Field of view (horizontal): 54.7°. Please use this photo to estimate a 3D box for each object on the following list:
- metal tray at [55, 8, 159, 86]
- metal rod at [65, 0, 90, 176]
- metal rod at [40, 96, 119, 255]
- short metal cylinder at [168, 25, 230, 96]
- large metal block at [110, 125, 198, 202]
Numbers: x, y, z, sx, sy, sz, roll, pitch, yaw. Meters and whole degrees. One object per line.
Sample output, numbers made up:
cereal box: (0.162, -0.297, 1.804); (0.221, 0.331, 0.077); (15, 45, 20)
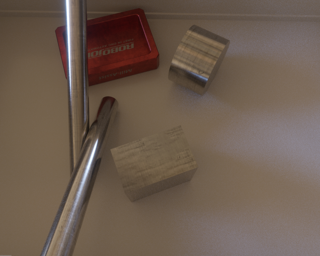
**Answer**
metal tray: (-0.075, -0.116, 0.448); (0.131, 0.030, 0.090); (-16, 71, -6)
metal rod: (-0.100, -0.085, 0.373); (0.025, 0.025, 0.298); (0, 95, -1)
metal rod: (-0.080, 0.062, 0.308); (0.025, 0.025, 0.300); (5, 40, 1)
short metal cylinder: (0.052, -0.090, 0.414); (0.050, 0.080, 0.080); (28, 72, 9)
large metal block: (-0.006, 0.045, 0.364); (0.081, 0.080, 0.050); (-19, 72, -7)
